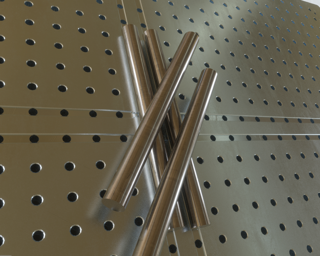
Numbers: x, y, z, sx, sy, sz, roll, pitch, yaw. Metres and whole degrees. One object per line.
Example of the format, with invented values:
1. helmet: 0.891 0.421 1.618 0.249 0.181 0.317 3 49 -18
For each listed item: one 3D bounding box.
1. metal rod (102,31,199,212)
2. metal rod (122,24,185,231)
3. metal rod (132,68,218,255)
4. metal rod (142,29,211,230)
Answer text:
1. metal rod: 0.002 -0.033 0.397 0.025 0.025 0.301 31 52 -9
2. metal rod: -0.015 -0.018 0.411 0.025 0.025 0.299 1 61 -28
3. metal rod: 0.027 0.029 0.372 0.025 0.025 0.301 30 52 -9
4. metal rod: 0.016 -0.016 0.426 0.025 0.025 0.299 1 61 -28
